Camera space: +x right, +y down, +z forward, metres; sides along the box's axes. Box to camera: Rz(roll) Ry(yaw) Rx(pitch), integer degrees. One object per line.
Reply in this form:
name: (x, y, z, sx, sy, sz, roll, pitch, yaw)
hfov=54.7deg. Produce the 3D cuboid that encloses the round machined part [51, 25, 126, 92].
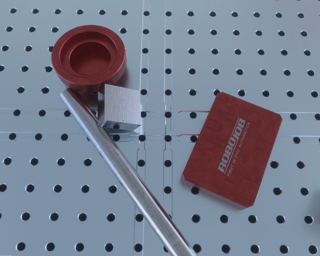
round machined part: (-0.096, -0.092, 0.434, 0.099, 0.042, 0.098, 0, 67, -1)

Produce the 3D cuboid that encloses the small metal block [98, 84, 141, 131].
small metal block: (-0.054, -0.026, 0.409, 0.050, 0.025, 0.050, 8, 67, -29)

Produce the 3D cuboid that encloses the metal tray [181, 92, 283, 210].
metal tray: (0.093, 0.027, 0.400, 0.090, 0.030, 0.130, 23, 71, 8)

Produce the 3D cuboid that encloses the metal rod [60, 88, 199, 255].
metal rod: (-0.037, 0.065, 0.387, 0.025, 0.025, 0.300, -35, 74, -12)
